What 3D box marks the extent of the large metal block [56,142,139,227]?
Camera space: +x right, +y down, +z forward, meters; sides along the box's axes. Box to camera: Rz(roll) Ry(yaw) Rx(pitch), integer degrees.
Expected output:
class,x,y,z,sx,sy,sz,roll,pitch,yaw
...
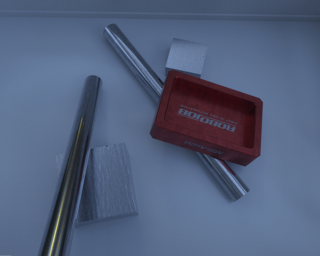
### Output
class,x,y,z,sx,sy,sz,roll,pitch,yaw
large metal block,-0.073,0.069,0.370,0.081,0.050,0.080,-10,71,-4

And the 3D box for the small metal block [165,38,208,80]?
class,x,y,z,sx,sy,sz,roll,pitch,yaw
small metal block,0.038,-0.097,0.446,0.050,0.025,0.050,13,70,4

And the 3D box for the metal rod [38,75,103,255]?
class,x,y,z,sx,sy,sz,roll,pitch,yaw
metal rod,-0.090,0.039,0.325,0.025,0.025,0.300,-1,43,-1

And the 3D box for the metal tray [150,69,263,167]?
class,x,y,z,sx,sy,sz,roll,pitch,yaw
metal tray,0.061,-0.014,0.390,0.131,0.030,0.090,17,58,-5

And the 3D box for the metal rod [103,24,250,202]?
class,x,y,z,sx,sy,sz,roll,pitch,yaw
metal rod,0.013,-0.031,0.421,0.025,0.025,0.300,-34,74,-12
